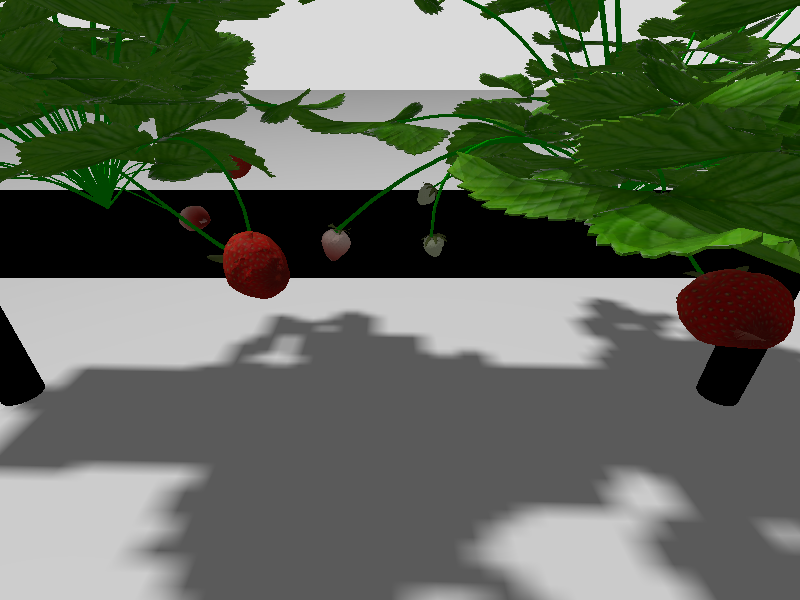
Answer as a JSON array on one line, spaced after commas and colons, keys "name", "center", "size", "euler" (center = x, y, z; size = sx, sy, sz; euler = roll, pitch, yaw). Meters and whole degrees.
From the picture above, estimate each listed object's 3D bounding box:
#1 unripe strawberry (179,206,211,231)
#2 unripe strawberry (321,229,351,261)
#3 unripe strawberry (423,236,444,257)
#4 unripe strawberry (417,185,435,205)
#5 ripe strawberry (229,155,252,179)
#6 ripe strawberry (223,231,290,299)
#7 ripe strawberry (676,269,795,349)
[{"name": "unripe strawberry", "center": [-0.151, -0.060, 0.297], "size": [0.019, 0.019, 0.021], "euler": [16, 33, 25]}, {"name": "unripe strawberry", "center": [-0.042, -0.035, 0.257], "size": [0.019, 0.020, 0.018], "euler": [7, 23, -31]}, {"name": "unripe strawberry", "center": [0.022, -0.035, 0.259], "size": [0.013, 0.014, 0.015], "euler": [-17, 34, -28]}, {"name": "unripe strawberry", "center": [0.023, -0.094, 0.362], "size": [0.016, 0.018, 0.018], "euler": [39, 25, -16]}, {"name": "ripe strawberry", "center": [-0.183, -0.157, 0.451], "size": [0.033, 0.038, 0.036], "euler": [17, 33, 28]}, {"name": "ripe strawberry", "center": [-0.071, -0.016, 0.202], "size": [0.034, 0.036, 0.031], "euler": [24, 37, 35]}, {"name": "ripe strawberry", "center": [0.137, 0.006, 0.164], "size": [0.038, 0.034, 0.035], "euler": [7, 31, 12]}]
